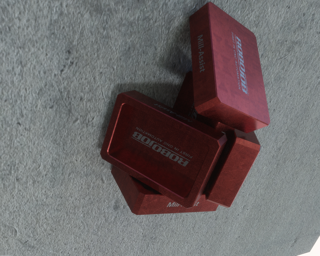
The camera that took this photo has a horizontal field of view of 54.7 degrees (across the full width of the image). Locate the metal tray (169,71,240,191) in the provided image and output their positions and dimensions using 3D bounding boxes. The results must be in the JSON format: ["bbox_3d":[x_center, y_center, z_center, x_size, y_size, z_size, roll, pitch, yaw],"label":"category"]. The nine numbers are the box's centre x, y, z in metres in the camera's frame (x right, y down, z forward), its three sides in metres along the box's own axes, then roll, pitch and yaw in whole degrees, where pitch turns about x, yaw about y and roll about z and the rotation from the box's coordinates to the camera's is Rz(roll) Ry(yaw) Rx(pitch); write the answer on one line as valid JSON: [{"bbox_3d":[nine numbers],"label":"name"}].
[{"bbox_3d":[0.046,0.004,0.395,0.030,0.090,0.129,7,115,-32],"label":"metal tray"}]

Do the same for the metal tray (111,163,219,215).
[{"bbox_3d":[0.010,0.073,0.418,0.131,0.090,0.030,7,115,-32],"label":"metal tray"}]

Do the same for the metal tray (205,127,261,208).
[{"bbox_3d":[0.091,0.032,0.415,0.030,0.130,0.089,20,112,-1],"label":"metal tray"}]

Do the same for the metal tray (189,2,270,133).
[{"bbox_3d":[0.078,-0.067,0.351,0.091,0.130,0.030,19,149,-36],"label":"metal tray"}]

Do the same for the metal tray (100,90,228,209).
[{"bbox_3d":[0.000,0.022,0.360,0.030,0.130,0.089,-26,140,-62],"label":"metal tray"}]
